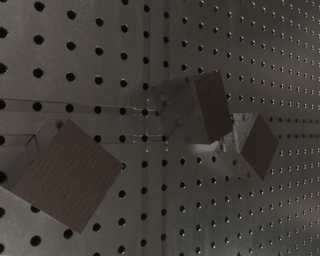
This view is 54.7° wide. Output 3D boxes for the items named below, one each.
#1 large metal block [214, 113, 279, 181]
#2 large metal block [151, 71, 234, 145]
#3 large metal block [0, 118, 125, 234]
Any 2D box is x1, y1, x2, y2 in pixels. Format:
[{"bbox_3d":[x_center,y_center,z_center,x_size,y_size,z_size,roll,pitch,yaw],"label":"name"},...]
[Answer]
[{"bbox_3d":[0.147,0.031,0.520,0.080,0.050,0.080,46,62,-31],"label":"large metal block"},{"bbox_3d":[0.042,-0.026,0.411,0.050,0.080,0.080,-26,107,-37],"label":"large metal block"},{"bbox_3d":[-0.097,0.046,0.313,0.080,0.050,0.080,46,62,-30],"label":"large metal block"}]
